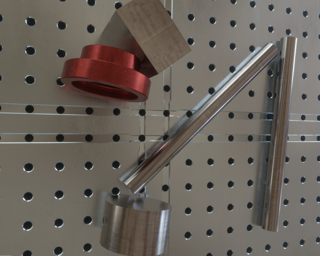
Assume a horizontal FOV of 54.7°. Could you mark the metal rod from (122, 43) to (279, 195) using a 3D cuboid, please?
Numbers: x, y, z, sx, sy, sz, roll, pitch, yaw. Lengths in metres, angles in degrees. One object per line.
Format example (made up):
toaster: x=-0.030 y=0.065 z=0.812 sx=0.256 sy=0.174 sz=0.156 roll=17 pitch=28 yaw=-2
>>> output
metal rod: x=0.066 y=-0.022 z=0.438 sx=0.301 sy=0.025 sz=0.025 roll=-43 pitch=104 yaw=-15

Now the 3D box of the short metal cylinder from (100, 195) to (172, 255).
short metal cylinder: x=-0.029 y=0.115 z=0.374 sx=0.081 sy=0.080 sz=0.050 roll=8 pitch=87 yaw=-20

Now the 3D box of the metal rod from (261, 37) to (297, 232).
metal rod: x=0.186 y=0.008 z=0.483 sx=0.025 sy=0.025 sz=0.298 roll=7 pitch=87 yaw=-20

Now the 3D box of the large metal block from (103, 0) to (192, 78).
large metal block: x=-0.019 y=-0.107 z=0.377 sx=0.050 sy=0.080 sz=0.080 roll=-38 pitch=103 yaw=-16

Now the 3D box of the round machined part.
round machined part: x=-0.058 y=-0.062 z=0.353 sx=0.099 sy=0.098 sz=0.042 roll=13 pitch=84 yaw=-20
